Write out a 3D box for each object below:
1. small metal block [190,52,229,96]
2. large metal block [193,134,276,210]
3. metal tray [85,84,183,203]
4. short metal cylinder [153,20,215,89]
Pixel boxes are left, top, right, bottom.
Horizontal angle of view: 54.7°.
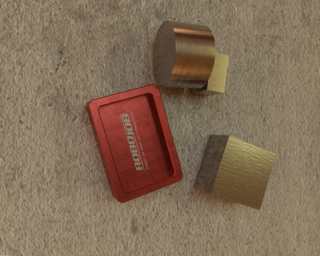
[{"bbox_3d":[0.066,-0.071,0.420,0.025,0.050,0.050,9,87,-20],"label":"small metal block"},{"bbox_3d":[0.104,0.060,0.435,0.080,0.050,0.080,21,83,-19],"label":"large metal block"},{"bbox_3d":[-0.031,0.018,0.394,0.091,0.030,0.129,-18,96,-19],"label":"metal tray"},{"bbox_3d":[0.027,-0.091,0.390,0.050,0.080,0.080,0,90,-20],"label":"short metal cylinder"}]
